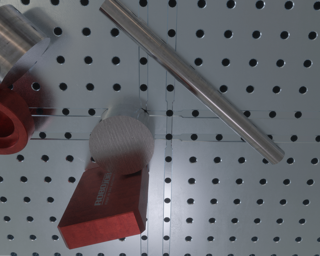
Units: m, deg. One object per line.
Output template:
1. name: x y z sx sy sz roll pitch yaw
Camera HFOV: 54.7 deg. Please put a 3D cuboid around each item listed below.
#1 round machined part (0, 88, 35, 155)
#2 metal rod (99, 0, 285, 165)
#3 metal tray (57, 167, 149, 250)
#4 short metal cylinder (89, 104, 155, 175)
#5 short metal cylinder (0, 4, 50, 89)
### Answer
1. round machined part: -0.204 -0.015 0.385 0.099 0.042 0.097 4 131 5
2. metal rod: 0.050 -0.053 0.394 0.301 0.025 0.025 40 105 -14
3. metal tray: -0.063 0.087 0.389 0.090 0.130 0.030 -14 110 5
4. short metal cylinder: -0.047 0.014 0.405 0.081 0.050 0.079 0 110 0
5. short metal cylinder: -0.172 -0.090 0.349 0.050 0.080 0.080 42 105 -14
